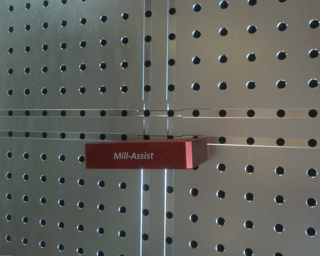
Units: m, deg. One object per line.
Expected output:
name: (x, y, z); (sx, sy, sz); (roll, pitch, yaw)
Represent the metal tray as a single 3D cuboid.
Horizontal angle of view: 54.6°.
metal tray: (-0.014, 0.030, 0.383); (0.130, 0.090, 0.030); (-3, 89, 20)
